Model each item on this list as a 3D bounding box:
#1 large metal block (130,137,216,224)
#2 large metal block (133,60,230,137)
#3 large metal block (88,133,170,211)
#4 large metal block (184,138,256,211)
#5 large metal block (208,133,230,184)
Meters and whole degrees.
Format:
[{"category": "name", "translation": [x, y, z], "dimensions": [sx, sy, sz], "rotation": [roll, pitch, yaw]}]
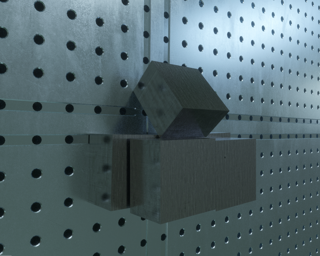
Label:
[{"category": "large metal block", "translation": [0.015, 0.051, 0.339], "dimensions": [0.081, 0.050, 0.079], "rotation": [0, 90, -40]}, {"category": "large metal block", "translation": [0.026, -0.034, 0.390], "dimensions": [0.081, 0.050, 0.080], "rotation": [0, 48, -40]}, {"category": "large metal block", "translation": [-0.035, 0.047, 0.366], "dimensions": [0.081, 0.050, 0.079], "rotation": [2, 89, -40]}, {"category": "large metal block", "translation": [0.077, 0.053, 0.392], "dimensions": [0.081, 0.050, 0.079], "rotation": [0, 90, -40]}, {"category": "large metal block", "translation": [0.055, 0.047, 0.441], "dimensions": [0.081, 0.050, 0.079], "rotation": [-1, 91, -40]}]
